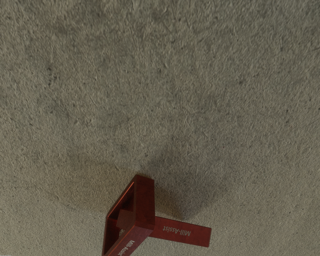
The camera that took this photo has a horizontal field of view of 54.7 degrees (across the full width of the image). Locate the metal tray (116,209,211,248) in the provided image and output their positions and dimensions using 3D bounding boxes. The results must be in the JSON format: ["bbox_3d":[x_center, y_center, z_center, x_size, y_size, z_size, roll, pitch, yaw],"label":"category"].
[{"bbox_3d":[0.006,0.162,0.503,0.131,0.030,0.090,19,163,-23],"label":"metal tray"}]

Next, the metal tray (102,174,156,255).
[{"bbox_3d":[-0.051,0.146,0.487,0.030,0.090,0.129,21,127,-20],"label":"metal tray"}]
